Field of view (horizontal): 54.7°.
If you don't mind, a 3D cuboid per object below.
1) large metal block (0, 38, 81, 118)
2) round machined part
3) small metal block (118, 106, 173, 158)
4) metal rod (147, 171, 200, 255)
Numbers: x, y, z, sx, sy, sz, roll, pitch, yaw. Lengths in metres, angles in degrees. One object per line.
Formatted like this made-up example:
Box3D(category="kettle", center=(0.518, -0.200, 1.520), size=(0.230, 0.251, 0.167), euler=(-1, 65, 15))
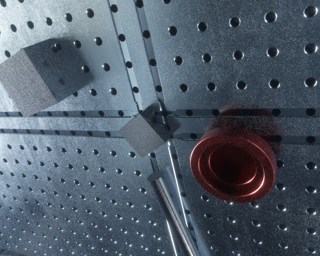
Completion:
Box3D(category="large metal block", center=(-0.176, -0.069, 0.442), size=(0.080, 0.050, 0.080), euler=(-17, 110, 34))
Box3D(category="round machined part", center=(0.090, 0.040, 0.377), size=(0.098, 0.042, 0.097), euler=(13, 124, 20))
Box3D(category="small metal block", center=(-0.020, 0.006, 0.424), size=(0.050, 0.025, 0.050), euler=(49, 128, -7))
Box3D(category="metal rod", center=(0.048, 0.200, 0.508), size=(0.025, 0.025, 0.299), euler=(-10, 114, 32))
